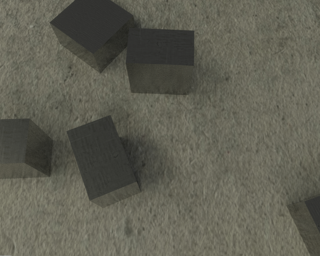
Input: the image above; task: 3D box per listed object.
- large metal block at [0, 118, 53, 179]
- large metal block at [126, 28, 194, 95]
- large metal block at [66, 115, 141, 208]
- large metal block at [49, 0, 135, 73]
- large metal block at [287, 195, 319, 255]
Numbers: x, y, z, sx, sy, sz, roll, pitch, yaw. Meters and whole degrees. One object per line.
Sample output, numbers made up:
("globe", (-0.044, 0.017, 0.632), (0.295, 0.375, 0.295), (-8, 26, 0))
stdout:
("large metal block", (-0.182, 0.028, 0.367), (0.081, 0.080, 0.050), (-2, 70, -1))
("large metal block", (0.001, -0.085, 0.410), (0.081, 0.080, 0.050), (2, 70, 0))
("large metal block", (-0.063, 0.042, 0.363), (0.050, 0.080, 0.080), (-21, 72, -8))
("large metal block", (-0.093, -0.140, 0.445), (0.080, 0.050, 0.080), (37, 74, 12))
("large metal block", (0.210, 0.113, 0.356), (0.081, 0.050, 0.080), (-18, 71, -7))
